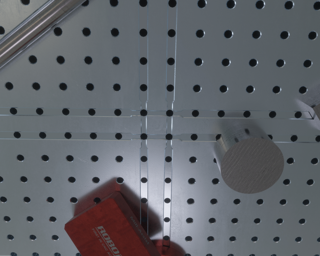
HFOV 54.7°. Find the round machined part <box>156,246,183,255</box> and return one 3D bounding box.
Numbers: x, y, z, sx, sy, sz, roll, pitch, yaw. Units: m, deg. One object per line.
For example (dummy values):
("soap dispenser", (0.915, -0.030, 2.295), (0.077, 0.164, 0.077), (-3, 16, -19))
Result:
("round machined part", (-0.002, 0.242, 0.493), (0.099, 0.042, 0.097), (0, 110, 0))

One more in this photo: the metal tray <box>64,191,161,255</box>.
("metal tray", (-0.066, 0.171, 0.454), (0.090, 0.030, 0.130), (-33, 90, 11))

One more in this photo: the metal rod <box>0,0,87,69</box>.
("metal rod", (-0.117, -0.141, 0.360), (0.300, 0.025, 0.025), (-33, 107, 11))

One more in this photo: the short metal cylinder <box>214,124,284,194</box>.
("short metal cylinder", (0.117, 0.040, 0.416), (0.081, 0.050, 0.079), (0, 110, 0))

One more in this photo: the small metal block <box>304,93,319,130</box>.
("small metal block", (0.228, -0.025, 0.406), (0.050, 0.025, 0.050), (-34, 107, 11))
